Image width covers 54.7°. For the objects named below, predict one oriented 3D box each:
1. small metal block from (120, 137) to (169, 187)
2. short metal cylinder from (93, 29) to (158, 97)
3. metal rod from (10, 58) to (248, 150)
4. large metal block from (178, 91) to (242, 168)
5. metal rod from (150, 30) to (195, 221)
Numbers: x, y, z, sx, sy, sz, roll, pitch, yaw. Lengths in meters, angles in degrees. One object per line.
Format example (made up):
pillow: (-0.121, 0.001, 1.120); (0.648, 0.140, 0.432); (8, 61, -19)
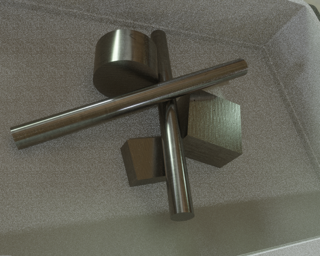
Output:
small metal block: (-0.015, 0.040, 0.374); (0.050, 0.025, 0.050); (-3, 64, -30)
short metal cylinder: (-0.043, -0.078, 0.396); (0.081, 0.080, 0.050); (11, 57, -23)
metal rod: (-0.018, -0.037, 0.375); (0.302, 0.025, 0.025); (-20, 72, -22)
large metal block: (0.063, 0.000, 0.426); (0.081, 0.050, 0.080); (19, 54, -17)
metal rod: (0.010, -0.028, 0.405); (0.025, 0.025, 0.300); (12, 49, -22)
